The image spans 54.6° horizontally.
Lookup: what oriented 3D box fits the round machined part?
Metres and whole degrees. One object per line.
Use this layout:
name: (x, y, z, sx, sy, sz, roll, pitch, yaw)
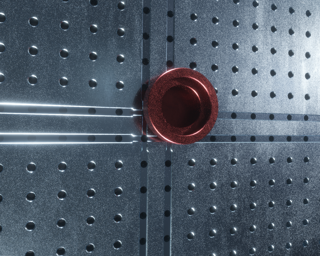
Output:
round machined part: (0.024, -0.028, 0.412, 0.099, 0.042, 0.097, 0, 90, -20)
